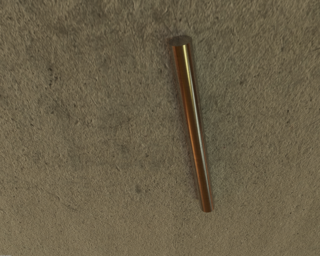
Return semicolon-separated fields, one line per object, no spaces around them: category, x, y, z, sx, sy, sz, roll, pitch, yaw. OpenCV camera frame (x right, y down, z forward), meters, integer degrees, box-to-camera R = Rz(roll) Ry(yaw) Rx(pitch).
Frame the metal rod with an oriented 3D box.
metal rod;0.050;0.019;0.423;0.025;0.025;0.299;-9;130;7
